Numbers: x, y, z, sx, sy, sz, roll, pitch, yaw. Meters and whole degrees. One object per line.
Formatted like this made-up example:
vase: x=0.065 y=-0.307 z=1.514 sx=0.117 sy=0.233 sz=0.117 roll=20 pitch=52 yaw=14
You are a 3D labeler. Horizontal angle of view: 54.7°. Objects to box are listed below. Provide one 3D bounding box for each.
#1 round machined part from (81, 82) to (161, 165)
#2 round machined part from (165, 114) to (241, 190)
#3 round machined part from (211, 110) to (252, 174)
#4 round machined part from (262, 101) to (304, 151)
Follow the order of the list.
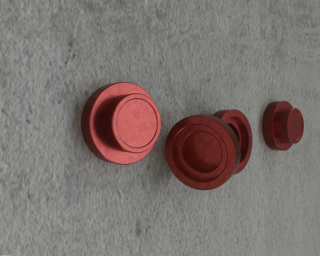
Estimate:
round machined part: x=-0.038 y=-0.005 z=0.364 sx=0.099 sy=0.042 sz=0.097 roll=0 pitch=90 yaw=-40
round machined part: x=0.060 y=0.030 z=0.414 sx=0.042 sy=0.098 sz=0.097 roll=-15 pitch=100 yaw=-59
round machined part: x=0.098 y=0.021 z=0.477 sx=0.099 sy=0.042 sz=0.097 roll=0 pitch=91 yaw=-43
round machined part: x=0.244 y=-0.004 z=0.602 sx=0.099 sy=0.042 sz=0.097 roll=0 pitch=90 yaw=-40
